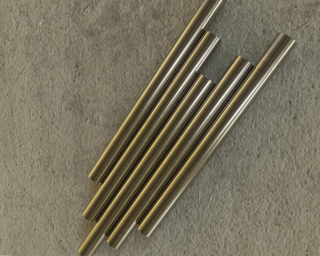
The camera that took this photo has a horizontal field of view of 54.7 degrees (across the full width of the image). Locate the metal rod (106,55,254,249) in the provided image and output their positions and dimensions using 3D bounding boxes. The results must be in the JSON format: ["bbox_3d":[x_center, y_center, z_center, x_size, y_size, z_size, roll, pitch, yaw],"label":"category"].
[{"bbox_3d":[0.019,0.039,0.402,0.025,0.025,0.299,38,102,15],"label":"metal rod"}]

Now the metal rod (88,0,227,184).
[{"bbox_3d":[-0.008,-0.049,0.412,0.025,0.025,0.299,38,102,15],"label":"metal rod"}]

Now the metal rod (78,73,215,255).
[{"bbox_3d":[-0.023,0.059,0.418,0.025,0.025,0.299,38,102,15],"label":"metal rod"}]

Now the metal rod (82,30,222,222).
[{"bbox_3d":[-0.016,0.006,0.415,0.025,0.025,0.299,38,102,15],"label":"metal rod"}]

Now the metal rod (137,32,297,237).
[{"bbox_3d":[0.064,0.017,0.387,0.025,0.025,0.299,38,102,15],"label":"metal rod"}]
